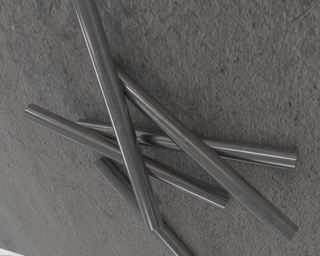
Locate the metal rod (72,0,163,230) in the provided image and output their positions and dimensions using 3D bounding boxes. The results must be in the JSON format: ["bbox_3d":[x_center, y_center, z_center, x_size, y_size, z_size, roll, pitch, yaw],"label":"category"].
[{"bbox_3d":[-0.046,-0.003,0.383,0.025,0.025,0.298,-4,112,30],"label":"metal rod"}]

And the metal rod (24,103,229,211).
[{"bbox_3d":[-0.048,0.039,0.430,0.301,0.025,0.025,25,128,3],"label":"metal rod"}]

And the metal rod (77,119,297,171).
[{"bbox_3d":[0.016,0.017,0.408,0.301,0.025,0.025,8,122,24],"label":"metal rod"}]

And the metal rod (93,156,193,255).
[{"bbox_3d":[-0.002,0.164,0.509,0.025,0.025,0.300,-33,100,38],"label":"metal rod"}]

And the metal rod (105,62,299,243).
[{"bbox_3d":[0.036,0.018,0.370,0.300,0.025,0.025,43,130,10],"label":"metal rod"}]
